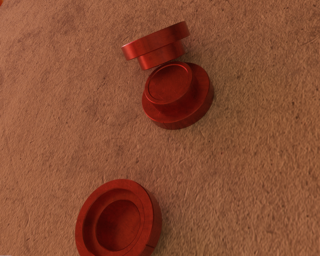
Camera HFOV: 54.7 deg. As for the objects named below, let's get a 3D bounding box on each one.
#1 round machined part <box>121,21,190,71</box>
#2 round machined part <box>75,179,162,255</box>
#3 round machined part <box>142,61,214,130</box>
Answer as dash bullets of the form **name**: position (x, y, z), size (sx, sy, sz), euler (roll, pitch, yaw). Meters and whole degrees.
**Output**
- **round machined part**: position (-0.002, -0.114, 0.444), size (0.098, 0.042, 0.098), euler (-21, 15, 6)
- **round machined part**: position (-0.042, 0.110, 0.347), size (0.098, 0.042, 0.098), euler (-13, 56, 21)
- **round machined part**: position (0.019, -0.050, 0.414), size (0.098, 0.042, 0.098), euler (-13, 56, 21)
